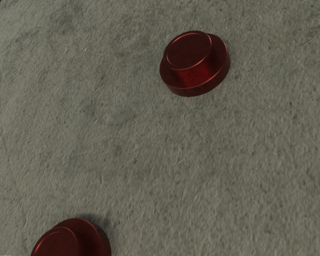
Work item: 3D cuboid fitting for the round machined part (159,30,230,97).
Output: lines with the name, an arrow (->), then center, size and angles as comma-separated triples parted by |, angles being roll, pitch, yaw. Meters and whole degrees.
round machined part -> 0.044, -0.095, 0.427 | 0.098, 0.042, 0.098 | -13, 56, 20

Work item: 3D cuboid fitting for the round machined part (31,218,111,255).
round machined part -> -0.109, 0.152, 0.355 | 0.098, 0.042, 0.098 | -13, 56, 20
